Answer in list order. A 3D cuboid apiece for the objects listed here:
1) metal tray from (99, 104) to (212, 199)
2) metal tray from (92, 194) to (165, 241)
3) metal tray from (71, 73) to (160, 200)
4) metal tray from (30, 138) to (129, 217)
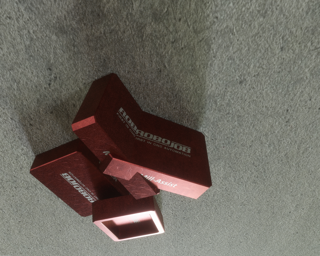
[{"bbox_3d":[-0.003,0.028,0.382,0.131,0.090,0.030,20,132,-20],"label":"metal tray"},{"bbox_3d":[-0.046,0.145,0.497,0.091,0.030,0.130,-11,147,2],"label":"metal tray"},{"bbox_3d":[-0.040,0.011,0.368,0.030,0.090,0.130,-19,126,23],"label":"metal tray"},{"bbox_3d":[-0.117,0.079,0.470,0.090,0.030,0.130,-22,127,17],"label":"metal tray"}]
